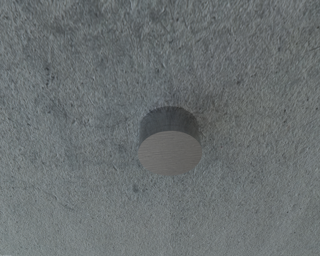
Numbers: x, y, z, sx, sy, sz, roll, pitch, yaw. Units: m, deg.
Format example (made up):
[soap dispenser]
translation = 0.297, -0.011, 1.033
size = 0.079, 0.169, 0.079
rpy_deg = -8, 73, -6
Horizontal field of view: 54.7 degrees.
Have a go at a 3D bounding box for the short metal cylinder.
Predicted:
[short metal cylinder]
translation = 0.013, 0.017, 0.407
size = 0.081, 0.050, 0.079
rpy_deg = 0, 130, 0
